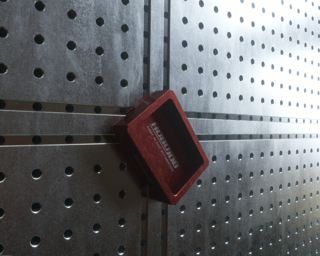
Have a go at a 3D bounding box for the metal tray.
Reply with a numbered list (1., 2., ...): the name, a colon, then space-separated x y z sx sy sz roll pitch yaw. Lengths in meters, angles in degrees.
1. metal tray: 0.007 0.026 0.413 0.090 0.030 0.130 -44 117 -31
